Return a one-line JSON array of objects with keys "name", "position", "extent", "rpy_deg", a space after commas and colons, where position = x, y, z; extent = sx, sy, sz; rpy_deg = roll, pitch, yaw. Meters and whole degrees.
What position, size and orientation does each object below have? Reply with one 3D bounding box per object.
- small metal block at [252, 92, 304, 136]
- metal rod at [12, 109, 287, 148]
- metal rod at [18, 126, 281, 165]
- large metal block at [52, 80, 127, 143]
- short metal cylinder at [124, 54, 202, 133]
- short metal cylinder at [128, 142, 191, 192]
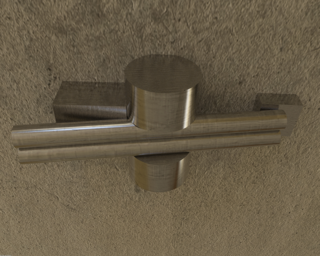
[{"name": "small metal block", "position": [0.146, -0.017, 0.396], "extent": [0.050, 0.025, 0.050], "rpy_deg": [2, 130, -2]}, {"name": "metal rod", "position": [-0.004, 0.000, 0.350], "extent": [0.302, 0.025, 0.025], "rpy_deg": [-4, 131, -8]}, {"name": "metal rod", "position": [-0.005, 0.019, 0.366], "extent": [0.302, 0.025, 0.025], "rpy_deg": [-4, 131, -8]}, {"name": "large metal block", "position": [-0.079, -0.010, 0.383], "extent": [0.081, 0.050, 0.079], "rpy_deg": [1, 130, -2]}, {"name": "short metal cylinder", "position": [0.003, -0.040, 0.339], "extent": [0.081, 0.080, 0.050], "rpy_deg": [1, 130, -1]}, {"name": "short metal cylinder", "position": [-0.001, 0.036, 0.403], "extent": [0.081, 0.080, 0.050], "rpy_deg": [1, 130, -1]}]
